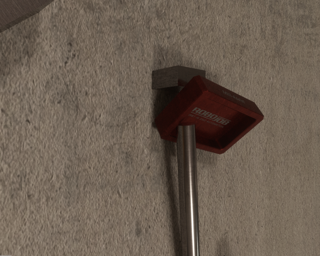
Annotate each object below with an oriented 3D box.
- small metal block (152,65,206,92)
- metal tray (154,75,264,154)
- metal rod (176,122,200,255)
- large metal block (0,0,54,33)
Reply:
[{"bbox_3d":[0.025,-0.064,0.411,0.050,0.050,0.025,1,90,-40],"label":"small metal block"},{"bbox_3d":[0.069,-0.012,0.424,0.131,0.090,0.030,17,38,-39],"label":"metal tray"},{"bbox_3d":[0.041,0.141,0.422,0.025,0.025,0.298,-12,104,-40],"label":"metal rod"},{"bbox_3d":[-0.151,-0.125,0.262,0.080,0.050,0.080,-46,118,-30],"label":"large metal block"}]
